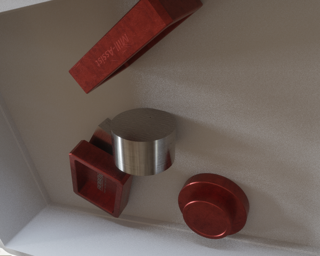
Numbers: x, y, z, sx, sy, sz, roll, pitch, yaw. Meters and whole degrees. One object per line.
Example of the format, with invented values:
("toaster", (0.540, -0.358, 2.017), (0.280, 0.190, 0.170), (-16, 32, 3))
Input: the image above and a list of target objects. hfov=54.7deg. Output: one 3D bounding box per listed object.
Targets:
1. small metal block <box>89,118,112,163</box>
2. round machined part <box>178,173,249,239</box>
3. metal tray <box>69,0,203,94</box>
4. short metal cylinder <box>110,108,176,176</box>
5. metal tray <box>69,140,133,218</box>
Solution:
("small metal block", (-0.074, 0.021, 0.459), (0.050, 0.025, 0.050), (38, 129, 2))
("round machined part", (0.070, 0.115, 0.431), (0.098, 0.042, 0.097), (13, 124, 20))
("metal tray", (-0.026, -0.092, 0.321), (0.130, 0.090, 0.030), (-30, 102, 37))
("short metal cylinder", (-0.020, 0.015, 0.392), (0.080, 0.080, 0.050), (14, 124, 20))
("metal tray", (-0.092, 0.083, 0.482), (0.090, 0.030, 0.129), (28, 143, 10))
